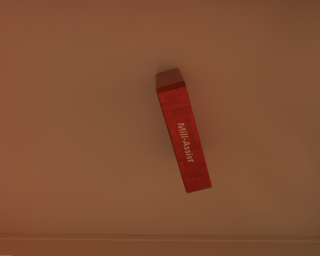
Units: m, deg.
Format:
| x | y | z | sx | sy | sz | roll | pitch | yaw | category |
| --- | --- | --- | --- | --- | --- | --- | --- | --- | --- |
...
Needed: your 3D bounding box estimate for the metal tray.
| x | y | z | sx | sy | sz | roll | pitch | yaw | category |
| --- | --- | --- | --- | --- | --- | --- | --- | --- | --- |
| 0.027 | 0.000 | 0.374 | 0.030 | 0.090 | 0.129 | -15 | 110 | 5 | metal tray |
